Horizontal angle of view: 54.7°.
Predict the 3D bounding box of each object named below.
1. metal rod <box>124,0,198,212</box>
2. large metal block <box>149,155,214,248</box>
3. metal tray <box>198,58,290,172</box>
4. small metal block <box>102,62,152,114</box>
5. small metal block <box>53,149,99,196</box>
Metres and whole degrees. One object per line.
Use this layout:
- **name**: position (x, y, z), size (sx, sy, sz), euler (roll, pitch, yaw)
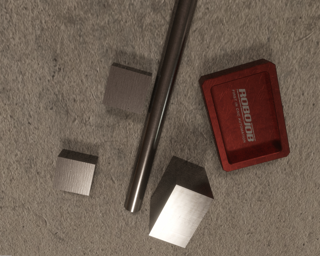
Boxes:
- **metal rod**: position (-0.004, -0.021, 0.402), size (0.025, 0.025, 0.298), euler (13, 110, -5)
- **large metal block**: position (0.025, 0.096, 0.416), size (0.050, 0.080, 0.079), euler (23, 108, -9)
- **metal tray**: position (0.110, -0.014, 0.403), size (0.090, 0.030, 0.129), euler (-16, 110, 5)
- **small metal block**: position (-0.041, -0.050, 0.391), size (0.050, 0.025, 0.050), euler (15, 109, -6)
- **small metal block**: position (-0.117, 0.062, 0.431), size (0.050, 0.025, 0.050), euler (13, 110, -6)
